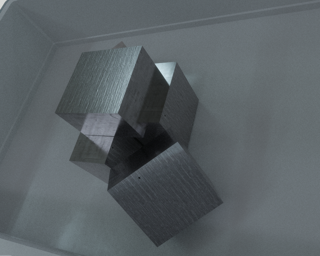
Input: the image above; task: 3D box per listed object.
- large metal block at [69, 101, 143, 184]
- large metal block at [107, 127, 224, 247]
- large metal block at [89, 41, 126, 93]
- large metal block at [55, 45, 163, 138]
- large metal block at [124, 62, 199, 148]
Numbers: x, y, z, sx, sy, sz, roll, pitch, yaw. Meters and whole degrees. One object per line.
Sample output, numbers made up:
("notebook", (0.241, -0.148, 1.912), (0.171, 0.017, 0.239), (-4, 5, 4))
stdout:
("large metal block", (-0.054, 0.021, 0.384), (0.050, 0.080, 0.080), (1, 62, 28))
("large metal block", (0.004, 0.059, 0.320), (0.080, 0.080, 0.050), (-36, 16, 4))
("large metal block", (-0.062, -0.066, 0.432), (0.080, 0.080, 0.050), (-37, 86, 3))
("large metal block", (-0.053, -0.038, 0.335), (0.080, 0.050, 0.080), (2, 63, 29))
("large metal block", (0.004, -0.022, 0.379), (0.050, 0.080, 0.080), (1, 62, 28))
